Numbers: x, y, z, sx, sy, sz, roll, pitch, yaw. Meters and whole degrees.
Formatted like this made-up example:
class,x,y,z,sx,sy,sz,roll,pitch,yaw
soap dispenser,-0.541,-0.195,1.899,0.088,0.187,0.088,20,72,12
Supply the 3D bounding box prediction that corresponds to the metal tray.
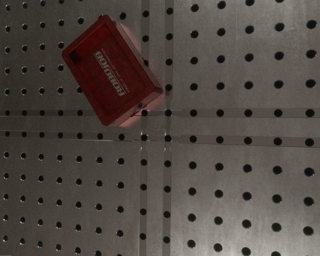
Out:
class,x,y,z,sx,sy,sz,roll,pitch,yaw
metal tray,-0.069,-0.078,0.432,0.090,0.030,0.130,-35,79,16
